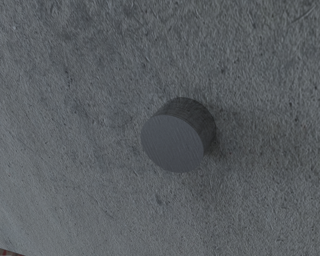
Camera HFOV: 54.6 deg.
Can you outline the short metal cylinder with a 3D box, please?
[{"bbox_3d":[0.023,0.008,0.384,0.080,0.050,0.080,13,124,21],"label":"short metal cylinder"}]
